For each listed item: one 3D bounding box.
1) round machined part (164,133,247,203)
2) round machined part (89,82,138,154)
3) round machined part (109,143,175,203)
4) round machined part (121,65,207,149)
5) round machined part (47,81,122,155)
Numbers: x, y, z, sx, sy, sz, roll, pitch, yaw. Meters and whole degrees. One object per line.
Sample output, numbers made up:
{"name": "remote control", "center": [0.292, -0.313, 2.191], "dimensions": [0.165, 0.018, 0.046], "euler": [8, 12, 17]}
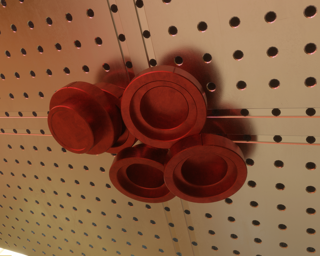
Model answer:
{"name": "round machined part", "center": [0.054, 0.045, 0.383], "dimensions": [0.099, 0.042, 0.097], "euler": [1, 127, 1]}
{"name": "round machined part", "center": [-0.065, -0.017, 0.422], "dimensions": [0.098, 0.042, 0.097], "euler": [13, 124, 20]}
{"name": "round machined part", "center": [-0.018, 0.059, 0.433], "dimensions": [0.099, 0.042, 0.097], "euler": [7, 133, 8]}
{"name": "round machined part", "center": [0.006, -0.027, 0.367], "dimensions": [0.099, 0.042, 0.097], "euler": [4, 119, 7]}
{"name": "round machined part", "center": [-0.102, -0.006, 0.393], "dimensions": [0.098, 0.042, 0.097], "euler": [13, 124, 20]}
